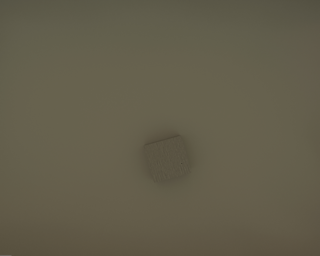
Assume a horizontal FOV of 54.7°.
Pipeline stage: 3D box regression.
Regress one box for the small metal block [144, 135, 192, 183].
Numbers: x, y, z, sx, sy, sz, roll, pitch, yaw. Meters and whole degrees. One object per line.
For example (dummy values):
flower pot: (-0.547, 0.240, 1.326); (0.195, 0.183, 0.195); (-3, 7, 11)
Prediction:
small metal block: (0.010, 0.040, 0.412); (0.050, 0.025, 0.050); (-16, 90, -1)
